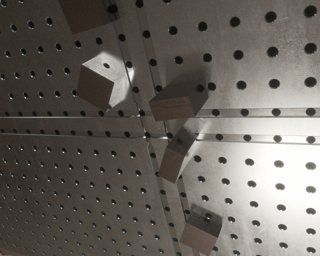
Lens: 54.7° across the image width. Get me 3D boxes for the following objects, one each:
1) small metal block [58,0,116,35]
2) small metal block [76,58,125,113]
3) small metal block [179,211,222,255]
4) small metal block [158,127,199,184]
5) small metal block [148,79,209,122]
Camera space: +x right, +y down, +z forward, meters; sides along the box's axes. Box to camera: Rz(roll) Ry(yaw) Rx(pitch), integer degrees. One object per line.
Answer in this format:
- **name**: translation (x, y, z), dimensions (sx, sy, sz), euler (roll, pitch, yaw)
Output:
- **small metal block**: translation (-0.088, -0.144, 0.367), dimensions (0.050, 0.025, 0.050), euler (-5, 116, 30)
- **small metal block**: translation (-0.081, -0.057, 0.417), dimensions (0.050, 0.025, 0.050), euler (30, 128, 8)
- **small metal block**: translation (0.062, 0.164, 0.479), dimensions (0.050, 0.025, 0.050), euler (23, 127, 14)
- **small metal block**: translation (0.024, 0.035, 0.403), dimensions (0.025, 0.050, 0.050), euler (25, 127, 13)
- **small metal block**: translation (0.023, -0.032, 0.362), dimensions (0.050, 0.050, 0.025), euler (-6, 115, 30)
